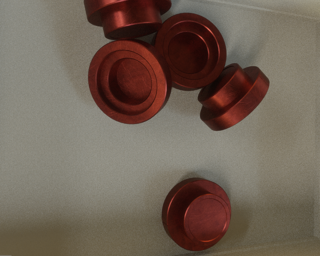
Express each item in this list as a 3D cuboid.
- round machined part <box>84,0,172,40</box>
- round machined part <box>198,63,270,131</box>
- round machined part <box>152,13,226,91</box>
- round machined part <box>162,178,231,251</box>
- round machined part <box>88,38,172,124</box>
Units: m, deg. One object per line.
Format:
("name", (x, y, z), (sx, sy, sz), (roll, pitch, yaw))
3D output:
("round machined part", (-0.034, -0.132, 0.359), (0.099, 0.098, 0.042), (-13, 95, -20))
("round machined part", (0.088, -0.046, 0.404), (0.042, 0.098, 0.098), (43, 77, -15))
("round machined part", (0.034, -0.097, 0.410), (0.099, 0.042, 0.097), (1, 85, -17))
("round machined part", (0.055, 0.120, 0.422), (0.099, 0.042, 0.097), (0, 90, -20))
("round machined part", (-0.032, -0.057, 0.371), (0.098, 0.042, 0.097), (7, 111, 18))
